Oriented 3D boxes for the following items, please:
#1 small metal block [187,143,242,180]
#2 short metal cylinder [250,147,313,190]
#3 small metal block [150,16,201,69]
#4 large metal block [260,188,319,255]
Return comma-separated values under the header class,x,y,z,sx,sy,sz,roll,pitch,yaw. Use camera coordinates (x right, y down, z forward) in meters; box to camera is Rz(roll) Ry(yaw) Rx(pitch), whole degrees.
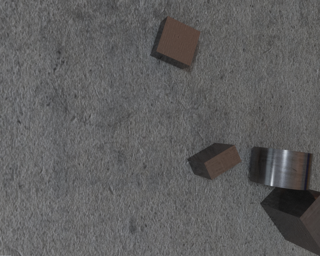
class,x,y,z,sx,sy,sz,roll,pitch,yaw
small metal block,0.073,0.044,0.424,0.050,0.050,0.025,-28,100,-18
short metal cylinder,0.174,0.057,0.446,0.081,0.080,0.050,8,87,-20
small metal block,0.021,-0.114,0.418,0.050,0.025,0.050,19,83,-19
large metal block,0.212,0.134,0.460,0.050,0.080,0.080,-40,103,-16
